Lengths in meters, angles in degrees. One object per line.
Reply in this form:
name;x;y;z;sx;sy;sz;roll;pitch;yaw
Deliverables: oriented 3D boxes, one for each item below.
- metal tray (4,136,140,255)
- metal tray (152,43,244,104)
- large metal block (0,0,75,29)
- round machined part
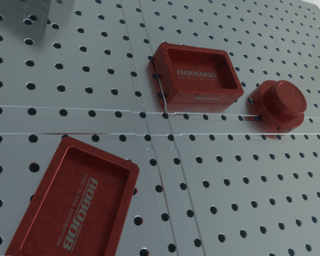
metal tray;-0.081;0.082;0.311;0.090;0.030;0.130;25;53;-13
metal tray;0.061;-0.084;0.488;0.131;0.030;0.090;-1;63;-29
large metal block;-0.167;-0.196;0.422;0.080;0.050;0.080;31;52;-9
round machined part;0.214;-0.044;0.539;0.099;0.042;0.098;14;56;-21
